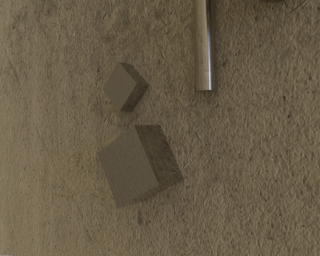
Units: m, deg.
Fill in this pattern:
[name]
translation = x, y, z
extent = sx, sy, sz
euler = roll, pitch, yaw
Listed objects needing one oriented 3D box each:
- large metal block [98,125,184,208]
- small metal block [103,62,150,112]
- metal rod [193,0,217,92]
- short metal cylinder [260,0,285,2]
[large metal block]
translation = -0.027, 0.050, 0.411
extent = 0.080, 0.050, 0.080
euler = -36, 68, 34
[small metal block]
translation = -0.050, -0.059, 0.446
extent = 0.050, 0.025, 0.050
euler = 50, 119, 28
[metal rod]
translation = 0.050, -0.192, 0.363
extent = 0.025, 0.025, 0.298
euler = -2, 89, 40
[short metal cylinder]
translation = 0.109, -0.170, 0.299
extent = 0.080, 0.050, 0.079
euler = 0, 90, 40
